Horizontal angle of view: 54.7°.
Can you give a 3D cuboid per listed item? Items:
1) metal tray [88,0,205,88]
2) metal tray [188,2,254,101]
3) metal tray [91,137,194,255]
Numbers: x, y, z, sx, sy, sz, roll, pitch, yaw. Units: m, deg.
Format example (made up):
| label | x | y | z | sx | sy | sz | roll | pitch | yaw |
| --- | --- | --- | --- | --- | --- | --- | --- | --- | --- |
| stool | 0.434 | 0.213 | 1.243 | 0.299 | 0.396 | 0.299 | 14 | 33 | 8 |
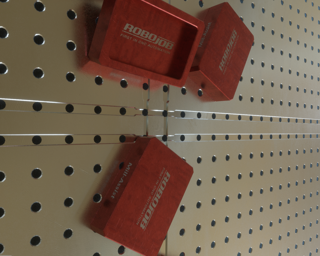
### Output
| label | x | y | z | sx | sy | sz | roll | pitch | yaw |
| --- | --- | --- | --- | --- | --- | --- | --- | --- | --- |
| metal tray | -0.012 | -0.107 | 0.378 | 0.131 | 0.030 | 0.089 | 9 | 104 | -40 |
| metal tray | 0.097 | -0.119 | 0.490 | 0.090 | 0.030 | 0.130 | 36 | 68 | -34 |
| metal tray | -0.017 | 0.087 | 0.394 | 0.090 | 0.030 | 0.130 | 41 | 65 | -33 |
